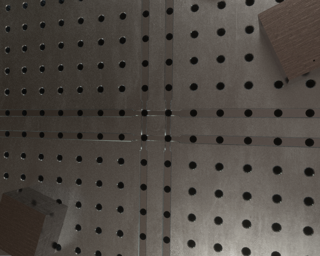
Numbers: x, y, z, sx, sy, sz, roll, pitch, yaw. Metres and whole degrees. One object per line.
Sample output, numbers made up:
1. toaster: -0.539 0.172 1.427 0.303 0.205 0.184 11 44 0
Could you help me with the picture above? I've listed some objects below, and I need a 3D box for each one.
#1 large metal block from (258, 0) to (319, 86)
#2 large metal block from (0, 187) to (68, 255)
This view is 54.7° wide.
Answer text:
1. large metal block: 0.164 -0.102 0.342 0.080 0.050 0.080 -24 82 18
2. large metal block: -0.197 0.145 0.467 0.080 0.050 0.080 19 96 18
